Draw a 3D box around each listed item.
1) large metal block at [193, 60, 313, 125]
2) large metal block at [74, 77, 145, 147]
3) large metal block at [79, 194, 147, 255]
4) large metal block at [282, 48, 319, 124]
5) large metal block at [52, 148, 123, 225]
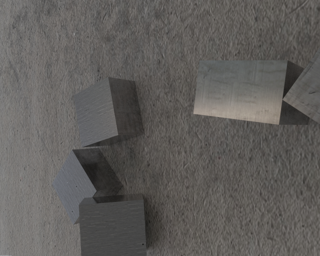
[{"bbox_3d":[0.090,-0.033,0.294,0.080,0.081,0.050,10,97,39],"label":"large metal block"},{"bbox_3d":[-0.075,-0.020,0.451,0.080,0.050,0.080,-18,79,38],"label":"large metal block"},{"bbox_3d":[-0.061,0.134,0.412,0.050,0.081,0.080,155,112,-83],"label":"large metal block"},{"bbox_3d":[0.154,-0.039,0.242,0.050,0.081,0.080,44,116,31],"label":"large metal block"},{"bbox_3d":[-0.115,0.089,0.484,0.080,0.050,0.080,51,120,28],"label":"large metal block"}]
